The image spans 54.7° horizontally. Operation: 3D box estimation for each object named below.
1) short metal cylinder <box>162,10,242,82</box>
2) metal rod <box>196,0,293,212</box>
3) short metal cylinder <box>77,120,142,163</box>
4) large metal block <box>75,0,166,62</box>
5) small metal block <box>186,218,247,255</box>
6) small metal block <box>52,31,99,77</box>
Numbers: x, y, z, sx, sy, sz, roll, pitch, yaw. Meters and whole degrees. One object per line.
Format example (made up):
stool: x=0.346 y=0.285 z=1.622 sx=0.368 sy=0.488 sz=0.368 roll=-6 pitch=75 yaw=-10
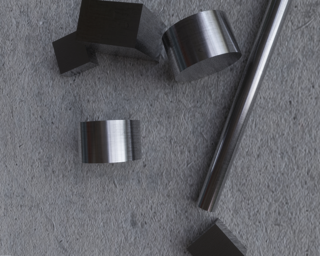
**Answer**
short metal cylinder: x=0.048 y=-0.093 z=0.362 sx=0.080 sy=0.080 sz=0.050 roll=-20 pitch=84 yaw=18
metal rod: x=0.104 y=-0.041 z=0.371 sx=0.025 sy=0.025 sz=0.298 roll=21 pitch=97 yaw=18
short metal cylinder: x=-0.065 y=0.017 z=0.401 sx=0.080 sy=0.080 sz=0.050 roll=-3 pitch=89 yaw=19
large metal block: x=-0.047 y=-0.122 z=0.395 sx=0.080 sy=0.080 sz=0.050 roll=12 pitch=94 yaw=19
small metal block: x=0.071 y=0.150 z=0.384 sx=0.050 sy=0.025 sz=0.050 roll=-46 pitch=76 yaw=14
small metal block: x=-0.123 y=-0.108 z=0.451 sx=0.050 sy=0.025 sz=0.050 roll=-18 pitch=84 yaw=18
